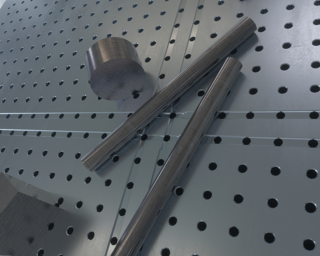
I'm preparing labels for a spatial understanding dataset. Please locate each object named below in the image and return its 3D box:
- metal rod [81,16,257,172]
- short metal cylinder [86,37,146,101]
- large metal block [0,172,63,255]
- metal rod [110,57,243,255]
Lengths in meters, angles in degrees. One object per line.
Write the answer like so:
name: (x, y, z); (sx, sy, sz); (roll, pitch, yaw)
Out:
metal rod: (0.012, -0.047, 0.430); (0.300, 0.025, 0.025); (-41, 51, 0)
short metal cylinder: (-0.067, -0.087, 0.461); (0.080, 0.080, 0.050); (-28, 52, 11)
large metal block: (-0.190, 0.115, 0.402); (0.050, 0.080, 0.080); (28, 77, 37)
metal rod: (0.022, 0.039, 0.372); (0.025, 0.025, 0.300); (21, 73, 36)
